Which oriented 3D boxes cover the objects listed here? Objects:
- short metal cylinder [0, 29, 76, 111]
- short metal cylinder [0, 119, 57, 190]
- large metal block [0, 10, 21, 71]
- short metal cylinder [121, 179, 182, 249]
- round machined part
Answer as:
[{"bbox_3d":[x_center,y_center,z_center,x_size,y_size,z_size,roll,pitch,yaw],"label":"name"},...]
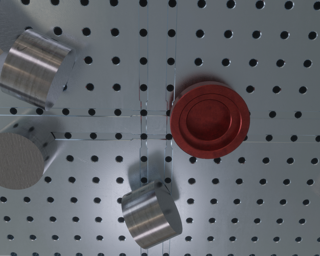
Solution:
[{"bbox_3d":[-0.138,-0.066,0.358,0.050,0.080,0.080,24,108,-9],"label":"short metal cylinder"},{"bbox_3d":[-0.185,0.034,0.411,0.081,0.050,0.079,0,110,0],"label":"short metal cylinder"},{"bbox_3d":[-0.203,-0.104,0.344,0.050,0.080,0.080,-39,106,13],"label":"large metal block"},{"bbox_3d":[-0.010,0.118,0.427,0.050,0.080,0.080,-28,108,10],"label":"short metal cylinder"},{"bbox_3d":[0.062,-0.013,0.400,0.099,0.042,0.097,0,110,0],"label":"round machined part"}]
